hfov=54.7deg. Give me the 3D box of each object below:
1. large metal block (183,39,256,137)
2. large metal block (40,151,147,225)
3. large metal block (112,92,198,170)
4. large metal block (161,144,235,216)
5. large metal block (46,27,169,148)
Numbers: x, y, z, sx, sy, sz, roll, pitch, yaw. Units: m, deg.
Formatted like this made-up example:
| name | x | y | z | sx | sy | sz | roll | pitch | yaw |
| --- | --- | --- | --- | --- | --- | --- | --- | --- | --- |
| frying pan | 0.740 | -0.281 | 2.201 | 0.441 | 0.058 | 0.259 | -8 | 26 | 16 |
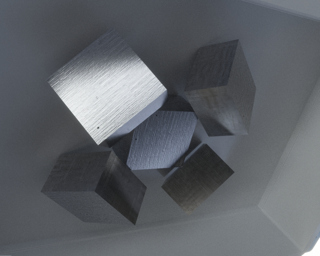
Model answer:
| name | x | y | z | sx | sy | sz | roll | pitch | yaw |
| --- | --- | --- | --- | --- | --- | --- | --- | --- | --- |
| large metal block | 0.077 | -0.046 | 0.377 | 0.080 | 0.050 | 0.080 | 55 | 42 | -39 |
| large metal block | -0.075 | 0.073 | 0.368 | 0.080 | 0.050 | 0.080 | -7 | 137 | 30 |
| large metal block | -0.007 | 0.004 | 0.387 | 0.081 | 0.050 | 0.079 | 1 | 118 | -29 |
| large metal block | 0.051 | 0.067 | 0.432 | 0.080 | 0.050 | 0.080 | -44 | 174 | 2 |
| large metal block | -0.049 | -0.037 | 0.310 | 0.080 | 0.080 | 0.050 | -39 | 173 | -2 |
